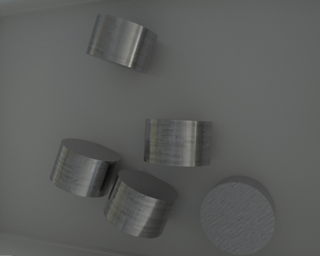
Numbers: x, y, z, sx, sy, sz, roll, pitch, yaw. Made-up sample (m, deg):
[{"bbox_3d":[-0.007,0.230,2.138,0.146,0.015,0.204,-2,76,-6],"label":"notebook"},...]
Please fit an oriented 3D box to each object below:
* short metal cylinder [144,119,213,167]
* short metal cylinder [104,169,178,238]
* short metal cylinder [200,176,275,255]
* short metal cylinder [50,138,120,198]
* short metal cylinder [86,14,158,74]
[{"bbox_3d":[0.022,0.016,0.374,0.080,0.080,0.050,3,91,20],"label":"short metal cylinder"},{"bbox_3d":[-0.024,0.093,0.390,0.080,0.080,0.050,25,98,18],"label":"short metal cylinder"},{"bbox_3d":[0.092,0.100,0.364,0.080,0.050,0.080,0,90,20],"label":"short metal cylinder"},{"bbox_3d":[-0.100,0.052,0.417,0.080,0.080,0.050,22,98,18],"label":"short metal cylinder"},{"bbox_3d":[-0.049,-0.107,0.398,0.080,0.080,0.050,21,97,19],"label":"short metal cylinder"}]
